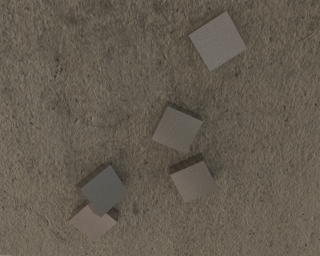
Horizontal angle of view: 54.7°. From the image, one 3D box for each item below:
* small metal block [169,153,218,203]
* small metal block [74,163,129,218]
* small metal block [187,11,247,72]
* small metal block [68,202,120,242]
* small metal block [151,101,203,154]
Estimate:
[{"bbox_3d":[0.047,0.070,0.436,0.050,0.025,0.050,-25,108,8],"label":"small metal block"},{"bbox_3d":[-0.080,0.085,0.426,0.050,0.025,0.050,-39,111,-29],"label":"small metal block"},{"bbox_3d":[0.068,-0.104,0.372,0.050,0.025,0.050,-31,107,10],"label":"small metal block"},{"bbox_3d":[-0.097,0.131,0.457,0.050,0.025,0.050,-42,105,14],"label":"small metal block"},{"bbox_3d":[0.022,-0.001,0.410,0.050,0.025,0.050,23,108,-9],"label":"small metal block"}]
